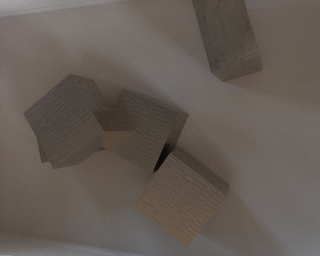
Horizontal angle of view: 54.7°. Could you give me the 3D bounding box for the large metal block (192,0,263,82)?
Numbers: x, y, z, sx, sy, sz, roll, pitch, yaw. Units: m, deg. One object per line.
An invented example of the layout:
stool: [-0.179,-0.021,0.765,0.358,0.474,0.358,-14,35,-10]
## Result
large metal block: [0.080,-0.103,0.353,0.050,0.080,0.080,-16,85,19]

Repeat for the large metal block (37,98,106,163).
large metal block: [-0.127,0.001,0.442,0.080,0.050,0.080,-14,85,19]

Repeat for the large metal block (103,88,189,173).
large metal block: [-0.020,0.002,0.404,0.080,0.050,0.080,25,98,18]

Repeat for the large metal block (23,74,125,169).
large metal block: [-0.105,-0.007,0.381,0.080,0.050,0.080,-35,79,16]

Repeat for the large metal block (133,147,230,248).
large metal block: [0.028,0.083,0.383,0.080,0.050,0.080,36,102,10]
